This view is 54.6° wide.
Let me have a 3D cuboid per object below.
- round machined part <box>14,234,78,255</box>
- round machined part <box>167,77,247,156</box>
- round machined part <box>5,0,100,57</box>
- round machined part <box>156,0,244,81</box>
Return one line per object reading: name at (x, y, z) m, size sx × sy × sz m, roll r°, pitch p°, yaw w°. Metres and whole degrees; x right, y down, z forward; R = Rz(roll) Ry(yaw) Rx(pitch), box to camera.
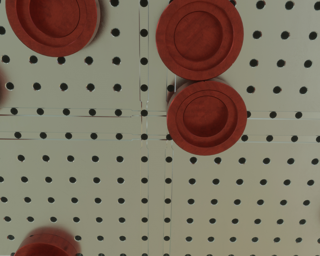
round machined part at (-0.182, 0.219, 0.483) m, size 0.099 × 0.042 × 0.097 m, roll 0°, pitch 110°, yaw 0°
round machined part at (0.057, -0.017, 0.398) m, size 0.099 × 0.042 × 0.097 m, roll 0°, pitch 111°, yaw 0°
round machined part at (-0.117, -0.133, 0.354) m, size 0.099 × 0.042 × 0.097 m, roll 0°, pitch 110°, yaw 0°
round machined part at (0.044, -0.108, 0.365) m, size 0.099 × 0.042 × 0.097 m, roll 0°, pitch 110°, yaw 0°
